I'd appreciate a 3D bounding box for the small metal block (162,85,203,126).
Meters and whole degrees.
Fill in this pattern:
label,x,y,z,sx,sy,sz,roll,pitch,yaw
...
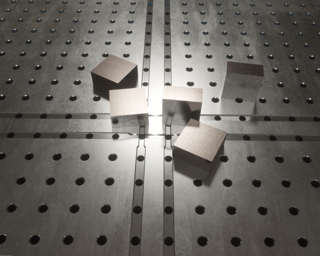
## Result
label,x,y,z,sx,sy,sz,roll,pitch,yaw
small metal block,0.029,-0.028,0.415,0.050,0.050,0.025,5,50,4

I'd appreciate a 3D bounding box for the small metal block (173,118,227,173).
label,x,y,z,sx,sy,sz,roll,pitch,yaw
small metal block,0.050,0.021,0.391,0.050,0.025,0.050,23,53,17

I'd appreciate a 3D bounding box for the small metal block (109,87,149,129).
label,x,y,z,sx,sy,sz,roll,pitch,yaw
small metal block,-0.043,-0.029,0.431,0.050,0.025,0.050,-5,50,-5

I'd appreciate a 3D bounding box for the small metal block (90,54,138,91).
label,x,y,z,sx,sy,sz,roll,pitch,yaw
small metal block,-0.069,-0.082,0.476,0.050,0.025,0.050,25,54,19

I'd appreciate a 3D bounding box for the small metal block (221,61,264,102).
label,x,y,z,sx,sy,sz,roll,pitch,yaw
small metal block,0.118,-0.066,0.449,0.050,0.050,0.025,8,51,6
